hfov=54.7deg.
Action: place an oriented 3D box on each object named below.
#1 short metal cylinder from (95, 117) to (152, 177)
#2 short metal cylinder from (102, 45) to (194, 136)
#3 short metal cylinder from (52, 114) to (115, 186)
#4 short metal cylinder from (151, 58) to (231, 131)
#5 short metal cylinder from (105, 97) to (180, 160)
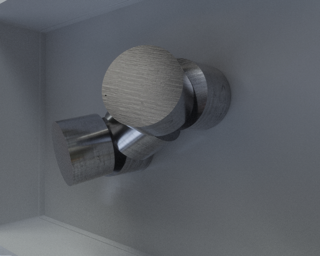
[{"bbox_3d":[-0.055,0.025,0.432,0.080,0.050,0.079,0,90,39],"label":"short metal cylinder"},{"bbox_3d":[-0.010,-0.035,0.310,0.080,0.050,0.080,-4,77,17],"label":"short metal cylinder"},{"bbox_3d":[-0.096,0.026,0.381,0.080,0.050,0.079,31,128,51],"label":"short metal cylinder"},{"bbox_3d":[0.034,-0.037,0.359,0.080,0.050,0.079,0,90,39],"label":"short metal cylinder"},{"bbox_3d":[-0.021,-0.007,0.384,0.050,0.081,0.080,-36,68,34],"label":"short metal cylinder"}]
